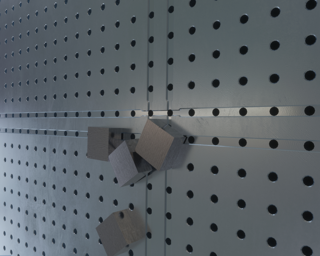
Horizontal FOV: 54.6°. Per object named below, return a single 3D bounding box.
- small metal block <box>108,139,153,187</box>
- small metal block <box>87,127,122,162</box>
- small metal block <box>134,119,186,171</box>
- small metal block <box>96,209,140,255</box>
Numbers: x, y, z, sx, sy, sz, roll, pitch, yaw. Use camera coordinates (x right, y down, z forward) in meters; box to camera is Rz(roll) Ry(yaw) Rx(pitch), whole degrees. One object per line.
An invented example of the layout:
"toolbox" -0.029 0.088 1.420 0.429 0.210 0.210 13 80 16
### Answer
"small metal block" -0.043 0.050 0.443 0.050 0.025 0.050 -42 65 40
"small metal block" -0.087 0.024 0.483 0.050 0.025 0.050 3 92 40
"small metal block" -0.001 0.021 0.411 0.050 0.025 0.050 36 112 34
"small metal block" -0.064 0.158 0.464 0.050 0.025 0.050 -46 63 30
